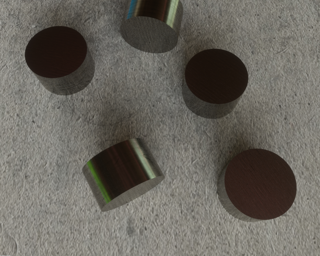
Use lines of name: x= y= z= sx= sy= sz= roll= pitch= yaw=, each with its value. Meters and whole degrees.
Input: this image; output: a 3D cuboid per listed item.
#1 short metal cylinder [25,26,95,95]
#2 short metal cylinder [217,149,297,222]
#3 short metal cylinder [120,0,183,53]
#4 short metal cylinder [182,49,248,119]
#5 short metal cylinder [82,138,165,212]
short metal cylinder: x=-0.136 y=-0.092 z=0.427 sx=0.081 sy=0.050 sz=0.080 roll=0 pitch=70 yaw=0
short metal cylinder: x=0.112 y=0.070 z=0.370 sx=0.081 sy=0.050 sz=0.080 roll=0 pitch=70 yaw=0
short metal cylinder: x=-0.011 y=-0.149 z=0.433 sx=0.080 sy=0.080 sz=0.050 roll=10 pitch=71 yaw=3
short metal cylinder: x=0.072 y=-0.058 z=0.416 sx=0.081 sy=0.050 sz=0.080 roll=0 pitch=70 yaw=0
short metal cylinder: x=-0.042 y=0.054 z=0.359 sx=0.080 sy=0.080 sz=0.050 roll=-27 pitch=73 yaw=-10
